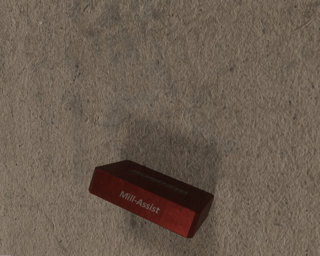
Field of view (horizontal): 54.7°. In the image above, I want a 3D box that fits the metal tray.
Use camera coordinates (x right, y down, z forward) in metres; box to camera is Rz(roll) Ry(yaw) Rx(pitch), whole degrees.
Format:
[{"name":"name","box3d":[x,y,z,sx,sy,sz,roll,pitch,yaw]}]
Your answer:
[{"name":"metal tray","box3d":[-0.007,0.079,0.376,0.130,0.090,0.030,20,97,18]}]
